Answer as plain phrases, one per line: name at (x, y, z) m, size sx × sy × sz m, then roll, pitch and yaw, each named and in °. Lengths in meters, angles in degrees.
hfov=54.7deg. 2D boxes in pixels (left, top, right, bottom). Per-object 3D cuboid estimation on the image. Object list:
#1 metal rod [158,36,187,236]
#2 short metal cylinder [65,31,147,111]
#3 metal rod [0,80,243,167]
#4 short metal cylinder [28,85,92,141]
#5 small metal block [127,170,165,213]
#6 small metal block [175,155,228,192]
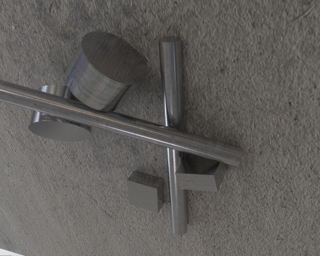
metal rod at (0.021, 0.031, 0.415) m, size 0.025 × 0.025 × 0.298 m, roll 10°, pitch 123°, yaw 23°
short metal cylinder at (-0.063, -0.066, 0.364) m, size 0.080 × 0.080 × 0.050 m, roll 43°, pitch 129°, yaw -2°
metal rod at (-0.049, -0.005, 0.372) m, size 0.302 × 0.025 × 0.025 m, roll 16°, pitch 127°, yaw -1°
short metal cylinder at (-0.132, -0.018, 0.423) m, size 0.080 × 0.050 × 0.080 m, roll 2°, pitch 159°, yaw 1°
small metal block at (-0.021, 0.098, 0.479) m, size 0.050 × 0.025 × 0.050 m, roll 12°, pitch 124°, yaw 21°
small metal block at (0.054, 0.054, 0.396) m, size 0.050 × 0.050 × 0.025 m, roll -1°, pitch 118°, yaw 29°
